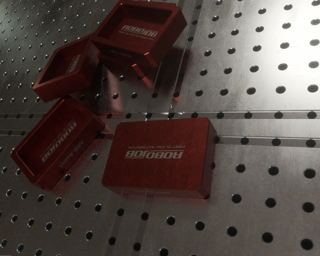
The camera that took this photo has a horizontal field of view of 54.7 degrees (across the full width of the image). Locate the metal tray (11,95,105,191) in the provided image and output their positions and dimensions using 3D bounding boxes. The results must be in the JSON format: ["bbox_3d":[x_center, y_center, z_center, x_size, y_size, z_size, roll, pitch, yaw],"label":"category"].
[{"bbox_3d":[-0.157,0.018,0.473,0.090,0.030,0.130,33,80,37],"label":"metal tray"}]

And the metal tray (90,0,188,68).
[{"bbox_3d":[-0.035,-0.148,0.473,0.130,0.030,0.090,24,74,36],"label":"metal tray"}]

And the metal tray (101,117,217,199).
[{"bbox_3d":[-0.001,0.036,0.383,0.130,0.030,0.090,-3,60,26],"label":"metal tray"}]

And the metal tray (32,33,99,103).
[{"bbox_3d":[-0.151,-0.105,0.524,0.090,0.030,0.130,-17,40,18],"label":"metal tray"}]

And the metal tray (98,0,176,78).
[{"bbox_3d":[-0.033,-0.151,0.513,0.090,0.030,0.130,21,73,35],"label":"metal tray"}]
